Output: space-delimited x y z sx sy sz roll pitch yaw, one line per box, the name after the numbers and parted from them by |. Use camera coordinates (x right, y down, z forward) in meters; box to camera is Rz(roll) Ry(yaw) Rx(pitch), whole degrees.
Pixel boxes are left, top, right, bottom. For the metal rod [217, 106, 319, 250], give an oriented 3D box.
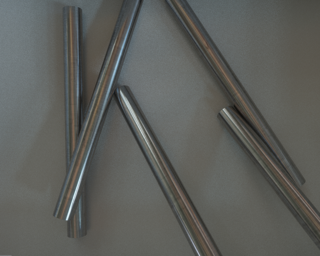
0.160 0.091 0.347 0.025 0.025 0.299 -33 63 0 | metal rod

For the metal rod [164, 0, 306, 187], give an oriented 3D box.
0.099 -0.049 0.411 0.025 0.025 0.299 -34 90 0 | metal rod

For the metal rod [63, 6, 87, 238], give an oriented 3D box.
-0.113 -0.008 0.410 0.025 0.025 0.298 -1 90 0 | metal rod

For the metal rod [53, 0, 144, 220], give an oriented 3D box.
-0.076 -0.033 0.395 0.025 0.025 0.299 17 84 0 | metal rod

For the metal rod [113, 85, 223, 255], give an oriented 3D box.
0.015 0.070 0.350 0.025 0.025 0.299 -30 65 0 | metal rod
